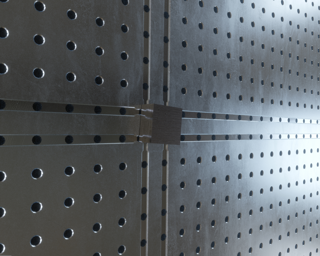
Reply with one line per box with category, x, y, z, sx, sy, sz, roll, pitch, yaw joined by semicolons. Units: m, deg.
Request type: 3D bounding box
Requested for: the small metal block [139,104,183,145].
small metal block;0.002;-0.004;0.412;0.050;0.025;0.050;6;86;-40
